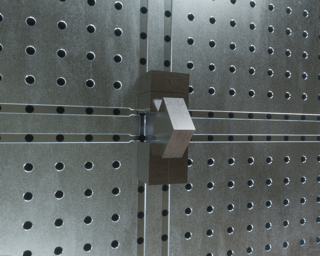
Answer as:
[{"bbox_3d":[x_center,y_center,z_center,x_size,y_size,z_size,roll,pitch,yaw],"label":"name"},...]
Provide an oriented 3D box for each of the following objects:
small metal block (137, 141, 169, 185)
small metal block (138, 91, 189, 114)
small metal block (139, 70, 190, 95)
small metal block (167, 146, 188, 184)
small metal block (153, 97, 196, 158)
[{"bbox_3d":[-0.010,0.043,0.396,0.025,0.050,0.050,2,90,-20],"label":"small metal block"},{"bbox_3d":[0.003,-0.031,0.401,0.050,0.050,0.025,2,90,-20],"label":"small metal block"},{"bbox_3d":[0.004,-0.056,0.401,0.050,0.050,0.025,2,90,-20],"label":"small metal block"},{"bbox_3d":[0.014,0.044,0.404,0.025,0.050,0.050,2,90,-20],"label":"small metal block"},{"bbox_3d":[0.015,0.000,0.362,0.025,0.050,0.050,1,48,-20],"label":"small metal block"}]
